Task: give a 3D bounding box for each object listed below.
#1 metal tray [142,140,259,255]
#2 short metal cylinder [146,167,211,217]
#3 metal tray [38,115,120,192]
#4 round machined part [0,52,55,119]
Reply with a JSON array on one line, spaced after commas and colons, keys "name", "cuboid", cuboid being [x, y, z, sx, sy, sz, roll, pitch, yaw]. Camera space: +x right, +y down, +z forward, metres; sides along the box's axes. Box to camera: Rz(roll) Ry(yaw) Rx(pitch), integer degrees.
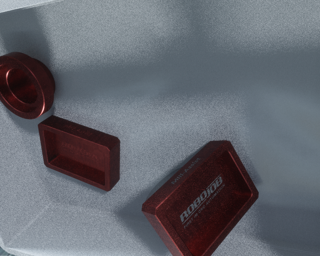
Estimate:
[{"name": "metal tray", "cuboid": [0.053, 0.086, 0.364, 0.030, 0.131, 0.090, -8, 117, 58]}, {"name": "short metal cylinder", "cuboid": [0.027, 0.095, 0.417, 0.080, 0.080, 0.050, -31, 101, 38]}, {"name": "metal tray", "cuboid": [-0.128, 0.040, 0.495, 0.130, 0.030, 0.089, 18, 125, 17]}, {"name": "round machined part", "cuboid": [-0.196, -0.065, 0.458, 0.098, 0.042, 0.097, 13, 124, 20]}]
